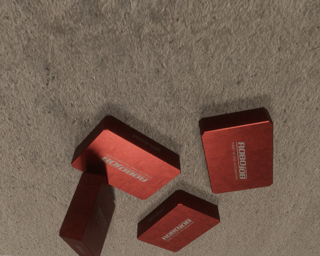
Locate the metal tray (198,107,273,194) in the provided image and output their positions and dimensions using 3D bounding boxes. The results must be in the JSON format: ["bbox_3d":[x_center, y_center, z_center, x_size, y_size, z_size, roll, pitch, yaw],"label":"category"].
[{"bbox_3d":[0.110,0.037,0.437,0.090,0.030,0.129,-10,130,8],"label":"metal tray"}]

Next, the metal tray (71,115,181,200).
[{"bbox_3d":[-0.046,0.047,0.444,0.131,0.030,0.090,32,123,-25],"label":"metal tray"}]

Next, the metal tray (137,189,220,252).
[{"bbox_3d":[0.030,0.168,0.548,0.090,0.030,0.129,28,125,-22],"label":"metal tray"}]

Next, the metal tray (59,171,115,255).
[{"bbox_3d":[-0.099,0.131,0.450,0.030,0.090,0.129,10,147,7],"label":"metal tray"}]
